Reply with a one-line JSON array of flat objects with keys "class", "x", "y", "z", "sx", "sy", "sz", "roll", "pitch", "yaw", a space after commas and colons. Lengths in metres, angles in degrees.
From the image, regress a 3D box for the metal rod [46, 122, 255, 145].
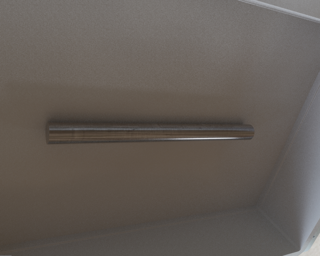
[{"class": "metal rod", "x": 0.008, "y": 0.006, "z": 0.416, "sx": 0.303, "sy": 0.025, "sz": 0.025, "roll": 0, "pitch": 118, "yaw": -29}]
